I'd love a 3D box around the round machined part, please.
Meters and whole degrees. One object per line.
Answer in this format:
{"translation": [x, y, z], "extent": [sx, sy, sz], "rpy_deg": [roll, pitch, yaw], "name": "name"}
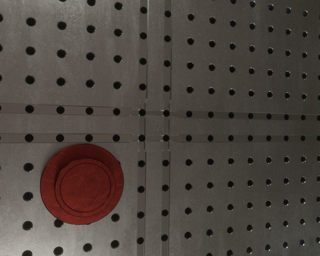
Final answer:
{"translation": [-0.091, 0.068, 0.371], "extent": [0.099, 0.042, 0.097], "rpy_deg": [0, 90, -21], "name": "round machined part"}
